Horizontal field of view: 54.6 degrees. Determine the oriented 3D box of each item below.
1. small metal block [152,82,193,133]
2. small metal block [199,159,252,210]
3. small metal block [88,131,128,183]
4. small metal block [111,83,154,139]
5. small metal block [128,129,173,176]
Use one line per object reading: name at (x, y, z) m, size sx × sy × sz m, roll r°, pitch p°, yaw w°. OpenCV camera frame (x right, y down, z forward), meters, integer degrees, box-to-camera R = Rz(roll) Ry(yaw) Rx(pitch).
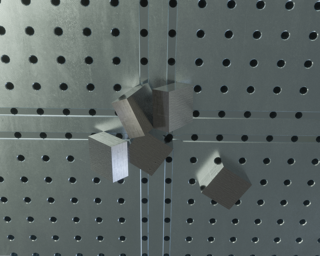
small metal block at (0.017, -0.027, 0.388) m, size 0.025 × 0.050 × 0.050 m, roll 15°, pitch 116°, yaw 37°
small metal block at (0.093, 0.081, 0.444) m, size 0.050 × 0.025 × 0.050 m, roll 33°, pitch 107°, yaw -12°
small metal block at (-0.069, 0.037, 0.412) m, size 0.050 × 0.025 × 0.050 m, roll 19°, pitch 117°, yaw 41°
small metal block at (-0.026, -0.022, 0.388) m, size 0.025 × 0.050 × 0.050 m, roll -12°, pitch 112°, yaw 36°
small metal block at (-0.017, 0.029, 0.424) m, size 0.050 × 0.025 × 0.050 m, roll 34°, pitch 107°, yaw -12°
